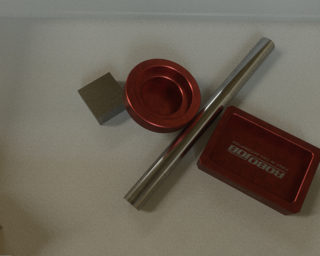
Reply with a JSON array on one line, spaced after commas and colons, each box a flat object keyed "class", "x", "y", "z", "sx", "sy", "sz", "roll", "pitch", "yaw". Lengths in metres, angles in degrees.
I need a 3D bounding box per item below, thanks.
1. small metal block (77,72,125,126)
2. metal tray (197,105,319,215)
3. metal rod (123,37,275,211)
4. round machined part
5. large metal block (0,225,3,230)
[{"class": "small metal block", "x": -0.075, "y": -0.040, "z": 0.423, "sx": 0.050, "sy": 0.025, "sz": 0.050, "roll": -33, "pitch": 74, "yaw": -12}, {"class": "metal tray", "x": 0.125, "y": 0.039, "z": 0.394, "sx": 0.130, "sy": 0.030, "sz": 0.090, "roll": 28, "pitch": 72, "yaw": 9}, {"class": "metal rod", "x": 0.062, "y": -0.015, "z": 0.415, "sx": 0.025, "sy": 0.025, "sz": 0.301, "roll": 38, "pitch": 74, "yaw": 12}, {"class": "round machined part", "x": 0.000, "y": -0.038, "z": 0.406, "sx": 0.099, "sy": 0.042, "sz": 0.098, "roll": 6, "pitch": 67, "yaw": -15}, {"class": "large metal block", "x": -0.238, "y": 0.101, "z": 0.340, "sx": 0.080, "sy": 0.080, "sz": 0.050, "roll": 38, "pitch": 74, "yaw": 12}]
